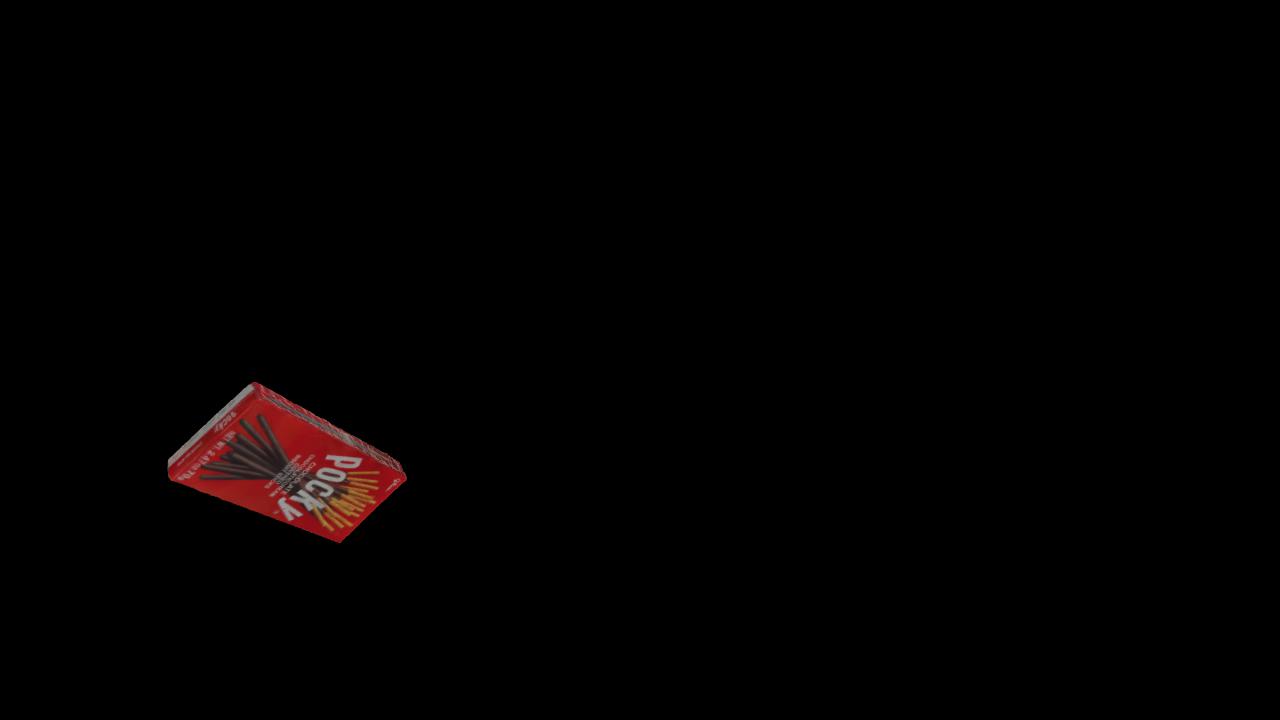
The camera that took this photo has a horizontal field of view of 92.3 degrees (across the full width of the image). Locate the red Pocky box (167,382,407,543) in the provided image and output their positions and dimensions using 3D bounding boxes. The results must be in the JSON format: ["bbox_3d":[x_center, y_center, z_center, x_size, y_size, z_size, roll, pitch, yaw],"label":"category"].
[{"bbox_3d":[-0.270,0.088,0.491,0.028,0.083,0.155,38,-8,40],"label":"red Pocky box"}]
